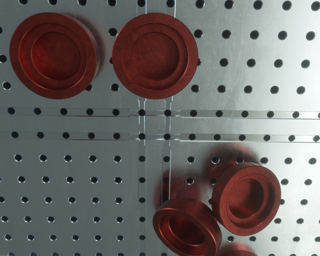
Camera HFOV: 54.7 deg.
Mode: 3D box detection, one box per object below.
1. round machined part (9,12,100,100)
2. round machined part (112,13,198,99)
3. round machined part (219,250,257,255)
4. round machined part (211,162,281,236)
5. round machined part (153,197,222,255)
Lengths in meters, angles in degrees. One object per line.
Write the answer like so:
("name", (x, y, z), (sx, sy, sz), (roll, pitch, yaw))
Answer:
("round machined part", (-0.121, -0.087, 0.371), (0.099, 0.042, 0.097), (0, 110, -1))
("round machined part", (-0.006, -0.087, 0.372), (0.099, 0.042, 0.097), (0, 110, -1))
("round machined part", (0.127, 0.251, 0.499), (0.099, 0.042, 0.097), (0, 110, -1))
("round machined part", (0.114, 0.094, 0.429), (0.099, 0.042, 0.097), (-3, 99, -20))
("round machined part", (0.042, 0.138, 0.441), (0.098, 0.042, 0.097), (17, 128, 24))
